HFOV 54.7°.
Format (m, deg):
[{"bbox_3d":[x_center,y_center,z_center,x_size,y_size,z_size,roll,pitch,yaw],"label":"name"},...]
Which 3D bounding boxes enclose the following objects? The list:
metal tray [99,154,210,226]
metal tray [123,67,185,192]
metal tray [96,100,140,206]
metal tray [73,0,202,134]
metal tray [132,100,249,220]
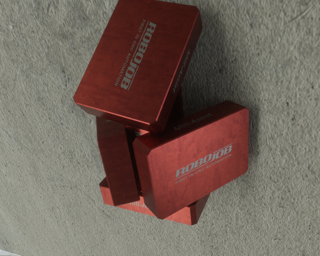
[{"bbox_3d":[-0.001,0.072,0.410,0.130,0.090,0.030,7,121,24],"label":"metal tray"},{"bbox_3d":[-0.001,0.003,0.367,0.030,0.090,0.129,7,122,24],"label":"metal tray"},{"bbox_3d":[-0.055,0.021,0.386,0.030,0.130,0.089,-12,118,-7],"label":"metal tray"},{"bbox_3d":[-0.020,-0.068,0.316,0.090,0.130,0.030,16,166,18],"label":"metal tray"},{"bbox_3d":[0.040,0.032,0.341,0.030,0.131,0.089,33,138,51],"label":"metal tray"}]
